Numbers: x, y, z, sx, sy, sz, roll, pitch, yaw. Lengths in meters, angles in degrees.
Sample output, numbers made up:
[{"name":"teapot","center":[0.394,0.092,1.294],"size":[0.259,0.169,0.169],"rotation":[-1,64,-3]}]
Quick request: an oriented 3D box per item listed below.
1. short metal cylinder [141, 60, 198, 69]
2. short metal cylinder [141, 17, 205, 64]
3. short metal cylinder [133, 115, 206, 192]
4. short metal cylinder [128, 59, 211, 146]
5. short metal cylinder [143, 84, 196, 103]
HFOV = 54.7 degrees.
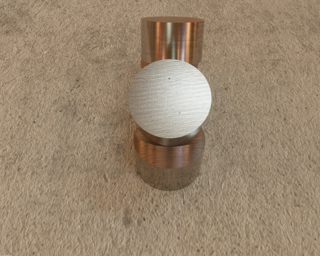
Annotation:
[{"name":"short metal cylinder","center":[0.013,-0.076,0.453],"size":[0.080,0.050,0.080],"rotation":[0,50,0]},{"name":"short metal cylinder","center":[0.016,-0.115,0.401],"size":[0.081,0.050,0.080],"rotation":[1,25,0]},{"name":"short metal cylinder","center":[0.011,0.027,0.366],"size":[0.080,0.050,0.080],"rotation":[0,50,0]},{"name":"short metal cylinder","center":[0.010,-0.024,0.323],"size":[0.080,0.050,0.080],"rotation":[0,78,1]},{"name":"short metal cylinder","center":[0.012,-0.035,0.400],"size":[0.080,0.080,0.050],"rotation":[1,50,1]}]
